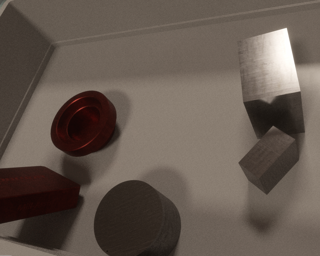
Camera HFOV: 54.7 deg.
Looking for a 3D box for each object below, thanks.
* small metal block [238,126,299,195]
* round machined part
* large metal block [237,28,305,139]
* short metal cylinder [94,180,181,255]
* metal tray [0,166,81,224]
[{"bbox_3d":[0.110,0.034,0.311,0.050,0.050,0.025,-46,51,-4],"label":"small metal block"},{"bbox_3d":[-0.105,-0.003,0.450,0.098,0.042,0.098,-13,56,20],"label":"round machined part"},{"bbox_3d":[0.120,-0.044,0.334,0.050,0.080,0.080,-10,57,22],"label":"large metal block"},{"bbox_3d":[-0.024,0.103,0.338,0.080,0.050,0.080,-13,56,20],"label":"short metal cylinder"},{"bbox_3d":[-0.178,0.078,0.382,0.090,0.131,0.030,17,97,34],"label":"metal tray"}]
